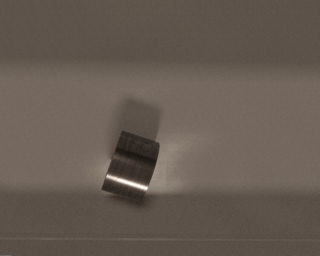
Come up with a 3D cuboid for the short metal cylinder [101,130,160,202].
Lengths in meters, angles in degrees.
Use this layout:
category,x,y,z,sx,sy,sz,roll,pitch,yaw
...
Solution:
category,x,y,z,sx,sy,sz,roll,pitch,yaw
short metal cylinder,-0.038,0.049,0.399,0.050,0.080,0.079,19,109,-7
